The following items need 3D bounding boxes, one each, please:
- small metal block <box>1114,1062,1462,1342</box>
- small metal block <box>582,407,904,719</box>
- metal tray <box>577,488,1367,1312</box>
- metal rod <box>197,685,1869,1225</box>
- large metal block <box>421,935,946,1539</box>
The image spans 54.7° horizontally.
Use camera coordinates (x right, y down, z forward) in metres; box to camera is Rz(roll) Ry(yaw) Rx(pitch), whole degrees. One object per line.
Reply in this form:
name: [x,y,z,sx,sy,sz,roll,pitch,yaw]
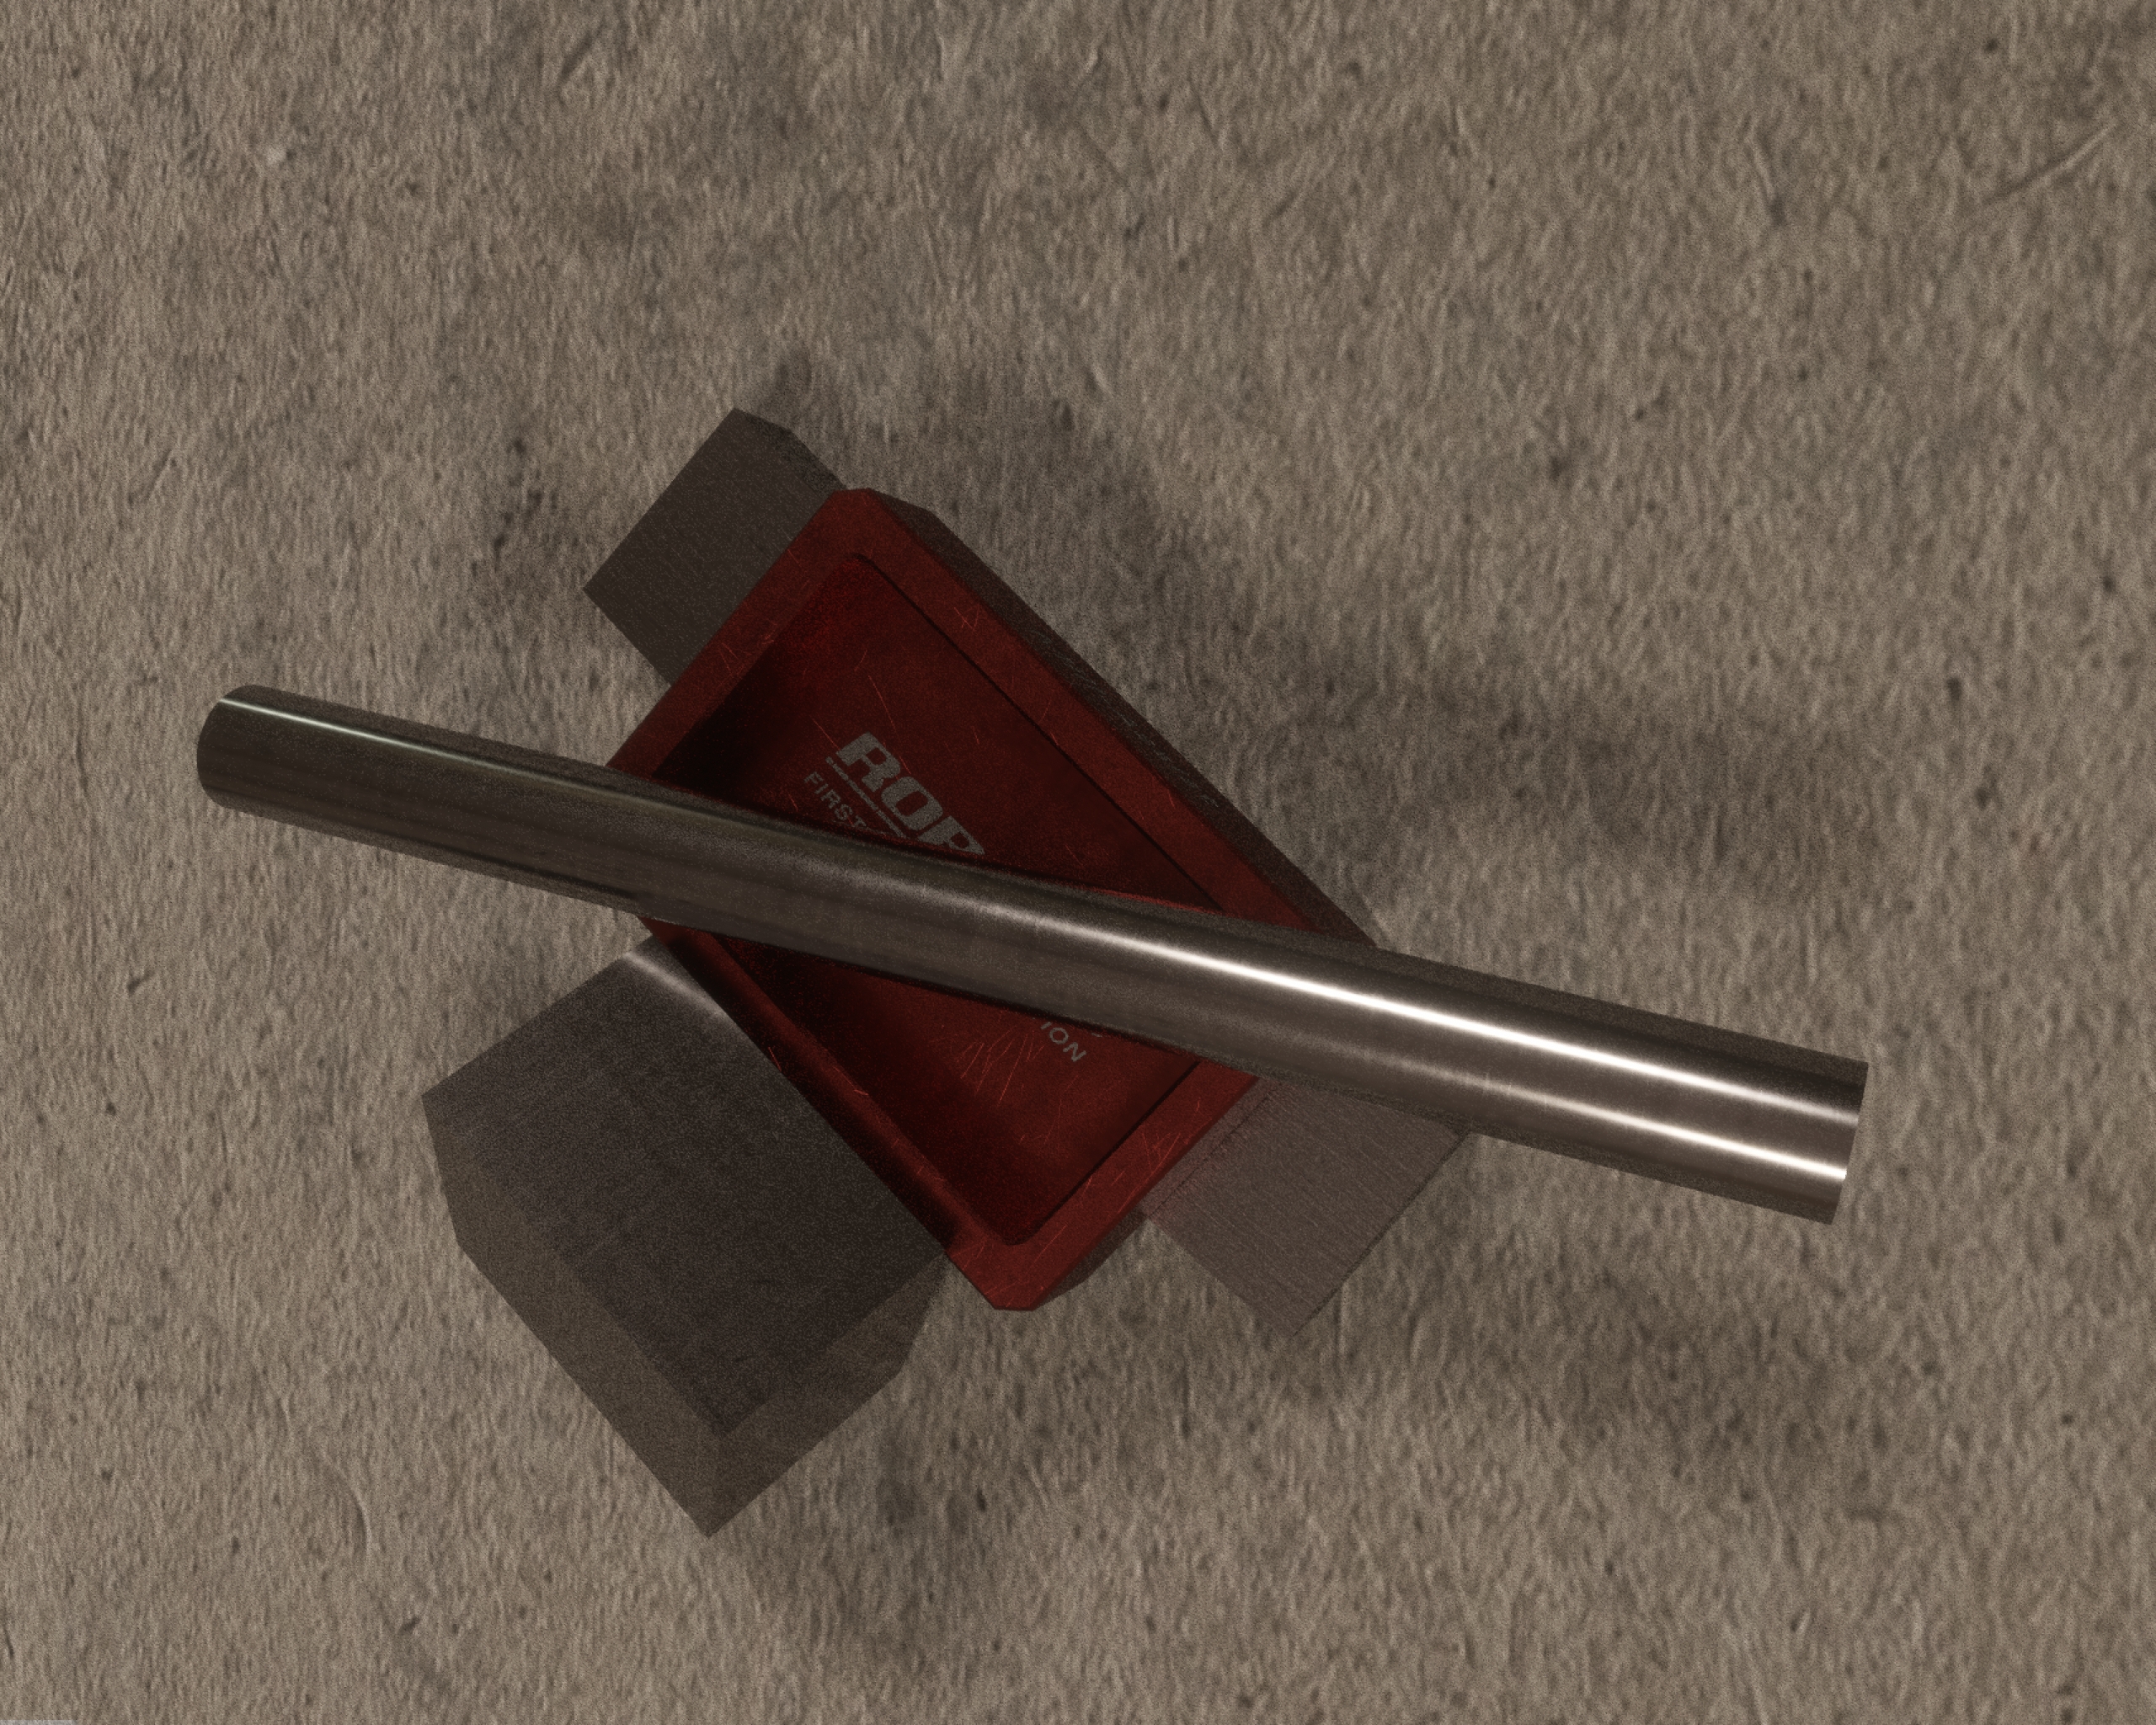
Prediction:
small metal block: [0.039,0.053,0.396,0.050,0.025,0.050,40,102,15]
small metal block: [-0.065,-0.057,0.432,0.050,0.025,0.050,46,104,14]
metal tray: [-0.021,0.006,0.387,0.130,0.030,0.090,45,104,14]
metal rod: [-0.024,0.010,0.359,0.301,0.025,0.025,13,94,19]
large metal block: [-0.076,0.073,0.397,0.050,0.080,0.080,-38,74,-27]
